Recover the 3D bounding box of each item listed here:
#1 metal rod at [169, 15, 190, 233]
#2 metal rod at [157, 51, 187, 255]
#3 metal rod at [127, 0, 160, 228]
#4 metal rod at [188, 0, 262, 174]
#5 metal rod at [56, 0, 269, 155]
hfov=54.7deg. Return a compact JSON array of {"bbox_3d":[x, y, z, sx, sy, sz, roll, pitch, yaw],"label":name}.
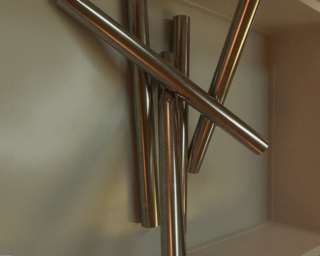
[{"bbox_3d":[0.027,-0.005,0.431,0.025,0.025,0.298,2,89,-40],"label":"metal rod"},{"bbox_3d":[0.011,0.038,0.349,0.025,0.025,0.299,23,54,-38],"label":"metal rod"},{"bbox_3d":[-0.021,-0.024,0.390,0.025,0.025,0.298,-6,94,-40],"label":"metal rod"},{"bbox_3d":[0.083,-0.073,0.394,0.025,0.025,0.298,-4,119,-40],"label":"metal rod"},{"bbox_3d":[0.017,-0.057,0.368,0.301,0.025,0.025,35,67,-17],"label":"metal rod"}]
